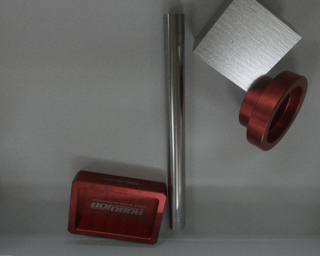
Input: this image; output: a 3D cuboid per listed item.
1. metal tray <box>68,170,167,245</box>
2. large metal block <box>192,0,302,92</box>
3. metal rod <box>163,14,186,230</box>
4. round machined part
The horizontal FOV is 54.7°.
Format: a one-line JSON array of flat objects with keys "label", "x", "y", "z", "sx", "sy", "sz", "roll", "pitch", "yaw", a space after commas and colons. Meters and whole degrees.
[{"label": "metal tray", "x": -0.062, "y": 0.116, "z": 0.450, "sx": 0.131, "sy": 0.030, "sz": 0.089, "roll": 9, "pitch": 110, "yaw": -4}, {"label": "large metal block", "x": 0.095, "y": -0.102, "z": 0.352, "sx": 0.080, "sy": 0.050, "sz": 0.080, "roll": 33, "pitch": 122, "yaw": -12}, {"label": "metal rod", "x": 0.021, "y": 0.006, "z": 0.413, "sx": 0.025, "sy": 0.025, "sz": 0.298, "roll": -2, "pitch": 110, "yaw": 0}, {"label": "round machined part", "x": 0.133, "y": -0.024, "z": 0.377, "sx": 0.042, "sy": 0.099, "sz": 0.097, "roll": 33, "pitch": 113, "yaw": 33}]
